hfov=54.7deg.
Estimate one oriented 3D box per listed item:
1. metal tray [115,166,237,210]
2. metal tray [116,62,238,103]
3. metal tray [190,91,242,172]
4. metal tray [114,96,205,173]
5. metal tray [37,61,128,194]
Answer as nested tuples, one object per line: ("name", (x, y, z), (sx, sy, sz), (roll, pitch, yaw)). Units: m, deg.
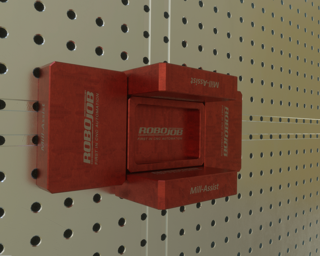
("metal tray", (0.022, 0.068, 0.386), (0.131, 0.090, 0.030), (1, 90, -40))
("metal tray", (0.023, -0.052, 0.388), (0.131, 0.090, 0.030), (1, 90, -40))
("metal tray", (0.088, 0.005, 0.480), (0.091, 0.030, 0.129), (1, 89, -41))
("metal tray", (0.004, 0.008, 0.408), (0.131, 0.030, 0.089), (1, 90, -40))
("metal tray", (-0.082, 0.000, 0.338), (0.091, 0.030, 0.129), (1, 89, -40))
